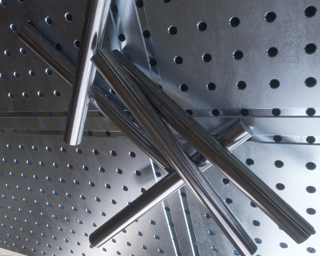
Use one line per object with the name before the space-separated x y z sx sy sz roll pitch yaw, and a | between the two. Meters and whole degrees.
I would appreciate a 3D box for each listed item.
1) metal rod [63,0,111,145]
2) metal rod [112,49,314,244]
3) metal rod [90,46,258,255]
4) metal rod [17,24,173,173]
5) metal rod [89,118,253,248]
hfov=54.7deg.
metal rod | -0.081 -0.104 0.366 0.025 0.025 0.298 27 121 11
metal rod | 0.046 0.012 0.357 0.300 0.025 0.025 43 130 12
metal rod | 0.022 0.035 0.366 0.025 0.025 0.299 -31 100 37
metal rod | -0.075 -0.031 0.429 0.300 0.025 0.025 43 129 -2
metal rod | -0.001 0.088 0.423 0.025 0.025 0.299 46 116 -5
